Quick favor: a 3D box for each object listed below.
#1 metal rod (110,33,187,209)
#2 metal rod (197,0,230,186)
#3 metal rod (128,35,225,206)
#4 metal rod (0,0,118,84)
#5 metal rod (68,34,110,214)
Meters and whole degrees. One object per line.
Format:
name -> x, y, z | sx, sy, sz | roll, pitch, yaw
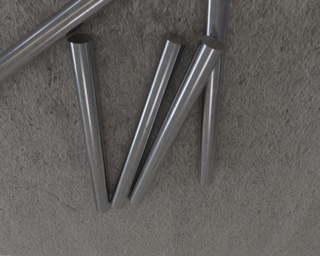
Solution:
metal rod -> -0.027, 0.015, 0.419 | 0.025, 0.025, 0.298 | 13, 129, -11
metal rod -> 0.062, -0.035, 0.377 | 0.025, 0.025, 0.298 | -2, 130, 2
metal rod -> 0.006, 0.016, 0.404 | 0.025, 0.025, 0.298 | 14, 134, -12
metal rod -> -0.128, -0.092, 0.327 | 0.300, 0.025, 0.025 | -27, 125, 20
metal rod -> -0.090, 0.019, 0.422 | 0.025, 0.025, 0.298 | 1, 130, -2
